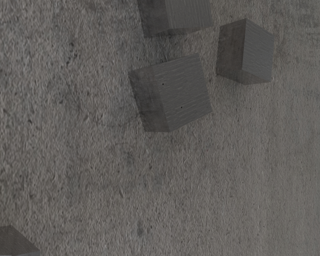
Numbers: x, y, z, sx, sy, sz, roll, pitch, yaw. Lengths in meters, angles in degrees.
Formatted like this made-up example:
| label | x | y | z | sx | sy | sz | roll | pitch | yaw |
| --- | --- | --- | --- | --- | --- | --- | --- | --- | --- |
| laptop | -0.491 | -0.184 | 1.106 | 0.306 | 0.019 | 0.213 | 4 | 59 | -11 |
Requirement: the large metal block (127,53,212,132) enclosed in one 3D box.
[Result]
| label | x | y | z | sx | sy | sz | roll | pitch | yaw |
| --- | --- | --- | --- | --- | --- | --- | --- | --- | --- |
| large metal block | 0.015 | -0.046 | 0.400 | 0.081 | 0.050 | 0.080 | -25 | 106 | -37 |

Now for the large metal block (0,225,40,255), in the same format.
| label | x | y | z | sx | sy | sz | roll | pitch | yaw |
| --- | --- | --- | --- | --- | --- | --- | --- | --- | --- |
| large metal block | -0.150 | 0.118 | 0.243 | 0.081 | 0.080 | 0.050 | 3 | 88 | -40 |

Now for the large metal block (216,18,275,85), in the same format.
| label | x | y | z | sx | sy | sz | roll | pitch | yaw |
| --- | --- | --- | --- | --- | --- | --- | --- | --- | --- |
| large metal block | 0.140 | -0.120 | 0.505 | 0.081 | 0.050 | 0.080 | 10 | 84 | -40 |

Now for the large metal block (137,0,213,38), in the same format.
| label | x | y | z | sx | sy | sz | roll | pitch | yaw |
| --- | --- | --- | --- | --- | --- | --- | --- | --- | --- |
| large metal block | 0.018 | -0.166 | 0.403 | 0.081 | 0.050 | 0.079 | -18 | 102 | -39 |
